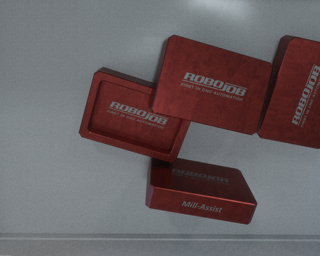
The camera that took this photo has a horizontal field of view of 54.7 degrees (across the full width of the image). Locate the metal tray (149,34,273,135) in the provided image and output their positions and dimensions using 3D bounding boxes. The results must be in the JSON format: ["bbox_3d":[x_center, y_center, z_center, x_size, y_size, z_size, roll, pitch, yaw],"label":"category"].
[{"bbox_3d":[0.060,-0.049,0.371,0.131,0.030,0.089,13,93,-12],"label":"metal tray"}]

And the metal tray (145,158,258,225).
[{"bbox_3d":[0.049,0.077,0.405,0.131,0.090,0.030,11,110,-5],"label":"metal tray"}]

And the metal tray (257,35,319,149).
[{"bbox_3d":[0.182,-0.044,0.395,0.091,0.030,0.129,11,110,-5],"label":"metal tray"}]

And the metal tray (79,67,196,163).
[{"bbox_3d":[-0.029,-0.016,0.402,0.131,0.030,0.089,17,109,-7],"label":"metal tray"}]
